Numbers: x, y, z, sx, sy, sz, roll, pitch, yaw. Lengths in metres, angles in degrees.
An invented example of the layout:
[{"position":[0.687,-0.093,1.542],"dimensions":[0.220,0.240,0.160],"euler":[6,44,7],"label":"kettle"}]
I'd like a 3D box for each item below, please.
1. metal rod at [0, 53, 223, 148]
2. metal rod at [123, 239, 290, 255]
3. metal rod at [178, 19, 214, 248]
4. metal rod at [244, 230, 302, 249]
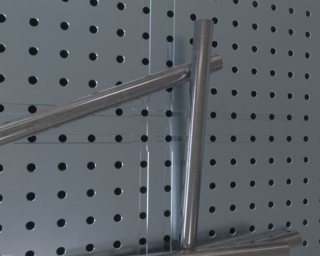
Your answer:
[{"position":[-0.051,-0.042,0.393],"dimensions":[0.302,0.025,0.025],"euler":[-22,97,-19],"label":"metal rod"},{"position":[0.031,0.173,0.406],"dimensions":[0.302,0.025,0.025],"euler":[0,90,-14],"label":"metal rod"},{"position":[0.047,0.011,0.412],"dimensions":[0.025,0.025,0.298],"euler":[2,96,-20],"label":"metal rod"},{"position":[0.074,0.189,0.439],"dimensions":[0.302,0.025,0.025],"euler":[-6,92,-20],"label":"metal rod"}]
